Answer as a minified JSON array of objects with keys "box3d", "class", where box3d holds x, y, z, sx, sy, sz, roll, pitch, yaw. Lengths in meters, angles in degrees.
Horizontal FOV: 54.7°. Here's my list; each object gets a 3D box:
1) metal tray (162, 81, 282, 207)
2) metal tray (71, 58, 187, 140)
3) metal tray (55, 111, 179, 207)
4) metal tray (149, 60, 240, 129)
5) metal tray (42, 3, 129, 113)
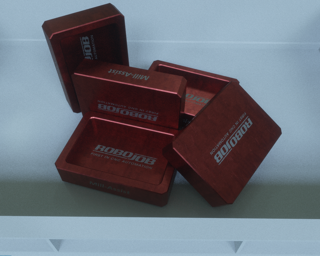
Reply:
[{"box3d":[0.076,0.015,0.362,0.090,0.030,0.131,47,60,-1],"class":"metal tray"},{"box3d":[-0.036,-0.032,0.386,0.131,0.089,0.030,12,51,9],"class":"metal tray"},{"box3d":[-0.044,0.033,0.370,0.131,0.030,0.090,12,51,10],"class":"metal tray"},{"box3d":[0.037,-0.045,0.438,0.130,0.030,0.090,16,52,13],"class":"metal tray"},{"box3d":[-0.088,-0.086,0.405,0.091,0.129,0.030,-24,55,-19],"class":"metal tray"}]
